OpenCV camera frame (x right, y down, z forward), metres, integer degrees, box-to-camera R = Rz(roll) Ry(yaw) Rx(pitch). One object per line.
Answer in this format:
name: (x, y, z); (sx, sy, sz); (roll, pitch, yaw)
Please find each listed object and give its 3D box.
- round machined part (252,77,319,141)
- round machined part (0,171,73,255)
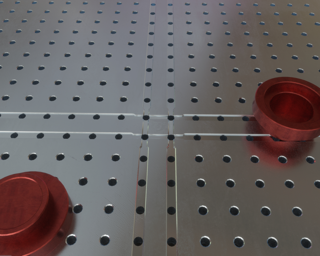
round machined part: (0.173, -0.021, 0.415); (0.099, 0.042, 0.098); (0, 50, 0)
round machined part: (-0.146, 0.086, 0.324); (0.099, 0.042, 0.098); (0, 50, 0)
